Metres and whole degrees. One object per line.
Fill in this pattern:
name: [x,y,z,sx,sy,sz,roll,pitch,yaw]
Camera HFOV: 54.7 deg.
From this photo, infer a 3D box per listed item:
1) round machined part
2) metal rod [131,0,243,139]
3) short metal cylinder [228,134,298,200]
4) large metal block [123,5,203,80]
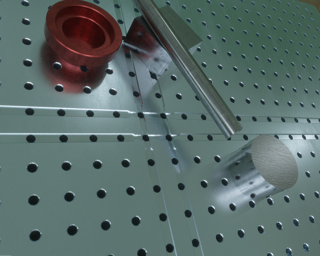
round machined part: [-0.104,-0.121,0.416,0.099,0.042,0.098,14,56,-21]
metal rod: [0.017,-0.116,0.425,0.025,0.025,0.299,-23,75,-37]
short metal cylinder: [0.146,0.056,0.439,0.081,0.050,0.080,14,56,-21]
large metal block: [0.005,-0.134,0.478,0.080,0.050,0.080,47,51,4]
